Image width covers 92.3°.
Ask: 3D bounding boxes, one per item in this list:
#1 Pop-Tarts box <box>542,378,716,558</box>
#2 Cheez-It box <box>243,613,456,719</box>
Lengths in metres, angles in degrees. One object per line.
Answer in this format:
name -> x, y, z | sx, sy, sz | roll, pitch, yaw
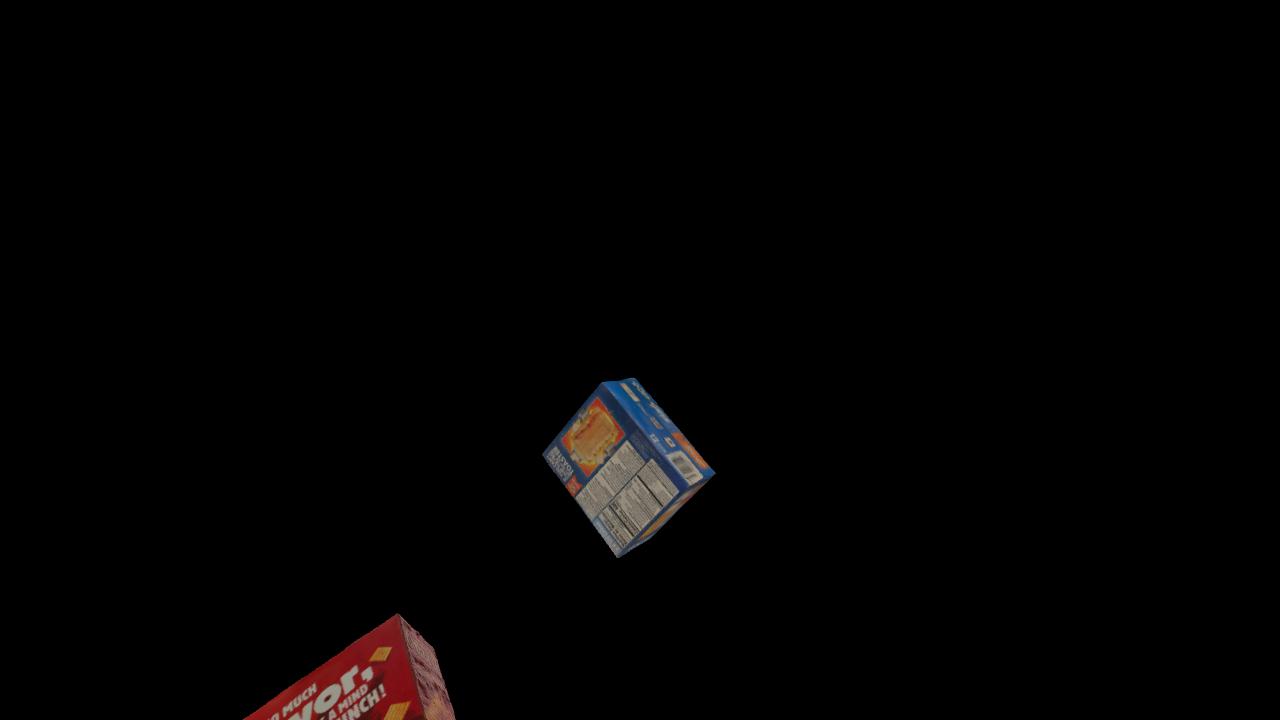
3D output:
Pop-Tarts box -> -0.017, 0.131, 0.775 | 0.167, 0.141, 0.083 | 49, 23, 21
Cheez-It box -> -0.197, 0.310, 0.405 | 0.166, 0.071, 0.223 | -33, 38, -15
